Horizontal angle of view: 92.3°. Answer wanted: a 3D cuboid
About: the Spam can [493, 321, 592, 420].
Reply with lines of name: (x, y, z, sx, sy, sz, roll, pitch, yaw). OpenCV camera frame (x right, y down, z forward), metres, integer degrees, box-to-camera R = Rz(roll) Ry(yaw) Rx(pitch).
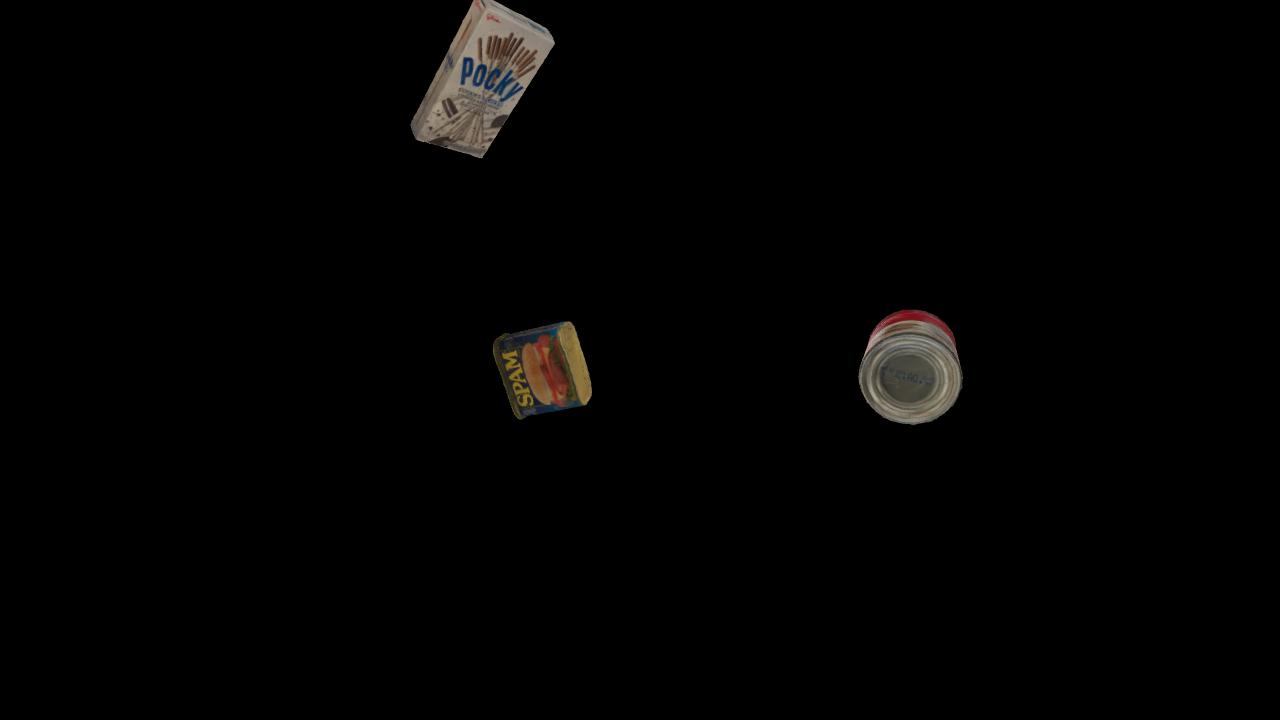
Spam can: (-0.110, 0.012, 0.715, 0.085, 0.101, 0.058, -11, 16, 15)

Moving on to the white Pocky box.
white Pocky box: (-0.161, -0.278, 0.619, 0.084, 0.028, 0.154, 0, -35, -48)

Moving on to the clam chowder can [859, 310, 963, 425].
clam chowder can: (0.205, 0.003, 0.466, 0.068, 0.068, 0.102, 0, 13, 24)
